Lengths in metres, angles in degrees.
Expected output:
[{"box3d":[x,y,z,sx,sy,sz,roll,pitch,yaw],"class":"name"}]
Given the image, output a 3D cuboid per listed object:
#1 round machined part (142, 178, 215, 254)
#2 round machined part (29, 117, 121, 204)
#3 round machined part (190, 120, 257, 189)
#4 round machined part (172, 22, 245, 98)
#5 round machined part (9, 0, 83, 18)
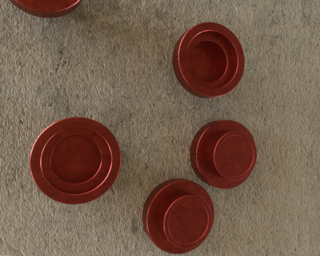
[{"box3d":[0.030,0.119,0.411,0.099,0.042,0.097,0,90,-20],"class":"round machined part"},{"box3d":[-0.099,0.036,0.364,0.099,0.042,0.097,0,90,-20],"class":"round machined part"},{"box3d":[0.095,0.037,0.435,0.099,0.042,0.097,0,90,-20],"class":"round machined part"},{"box3d":[0.062,-0.089,0.422,0.099,0.042,0.097,0,90,-20],"class":"round machined part"},{"box3d":[-0.132,-0.173,0.351,0.099,0.042,0.097,0,90,-20],"class":"round machined part"}]
